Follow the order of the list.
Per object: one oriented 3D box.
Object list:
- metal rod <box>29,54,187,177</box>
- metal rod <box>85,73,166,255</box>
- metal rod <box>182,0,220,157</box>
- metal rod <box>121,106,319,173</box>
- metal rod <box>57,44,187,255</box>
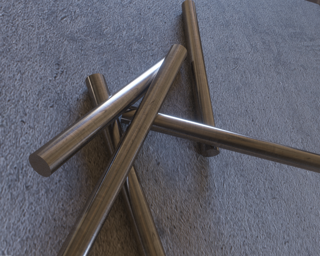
[{"bbox_3d":[-0.036,-0.042,0.382,0.025,0.025,0.301,42,43,0],"label":"metal rod"},{"bbox_3d":[-0.032,0.068,0.344,0.025,0.025,0.299,-8,66,-32],"label":"metal rod"},{"bbox_3d":[0.060,-0.095,0.493,0.025,0.025,0.299,10,57,-23],"label":"metal rod"},{"bbox_3d":[0.099,0.018,0.405,0.302,0.025,0.025,14,55,-6],"label":"metal rod"},{"bbox_3d":[-0.027,0.006,0.349,0.025,0.025,0.300,31,56,-9],"label":"metal rod"}]
